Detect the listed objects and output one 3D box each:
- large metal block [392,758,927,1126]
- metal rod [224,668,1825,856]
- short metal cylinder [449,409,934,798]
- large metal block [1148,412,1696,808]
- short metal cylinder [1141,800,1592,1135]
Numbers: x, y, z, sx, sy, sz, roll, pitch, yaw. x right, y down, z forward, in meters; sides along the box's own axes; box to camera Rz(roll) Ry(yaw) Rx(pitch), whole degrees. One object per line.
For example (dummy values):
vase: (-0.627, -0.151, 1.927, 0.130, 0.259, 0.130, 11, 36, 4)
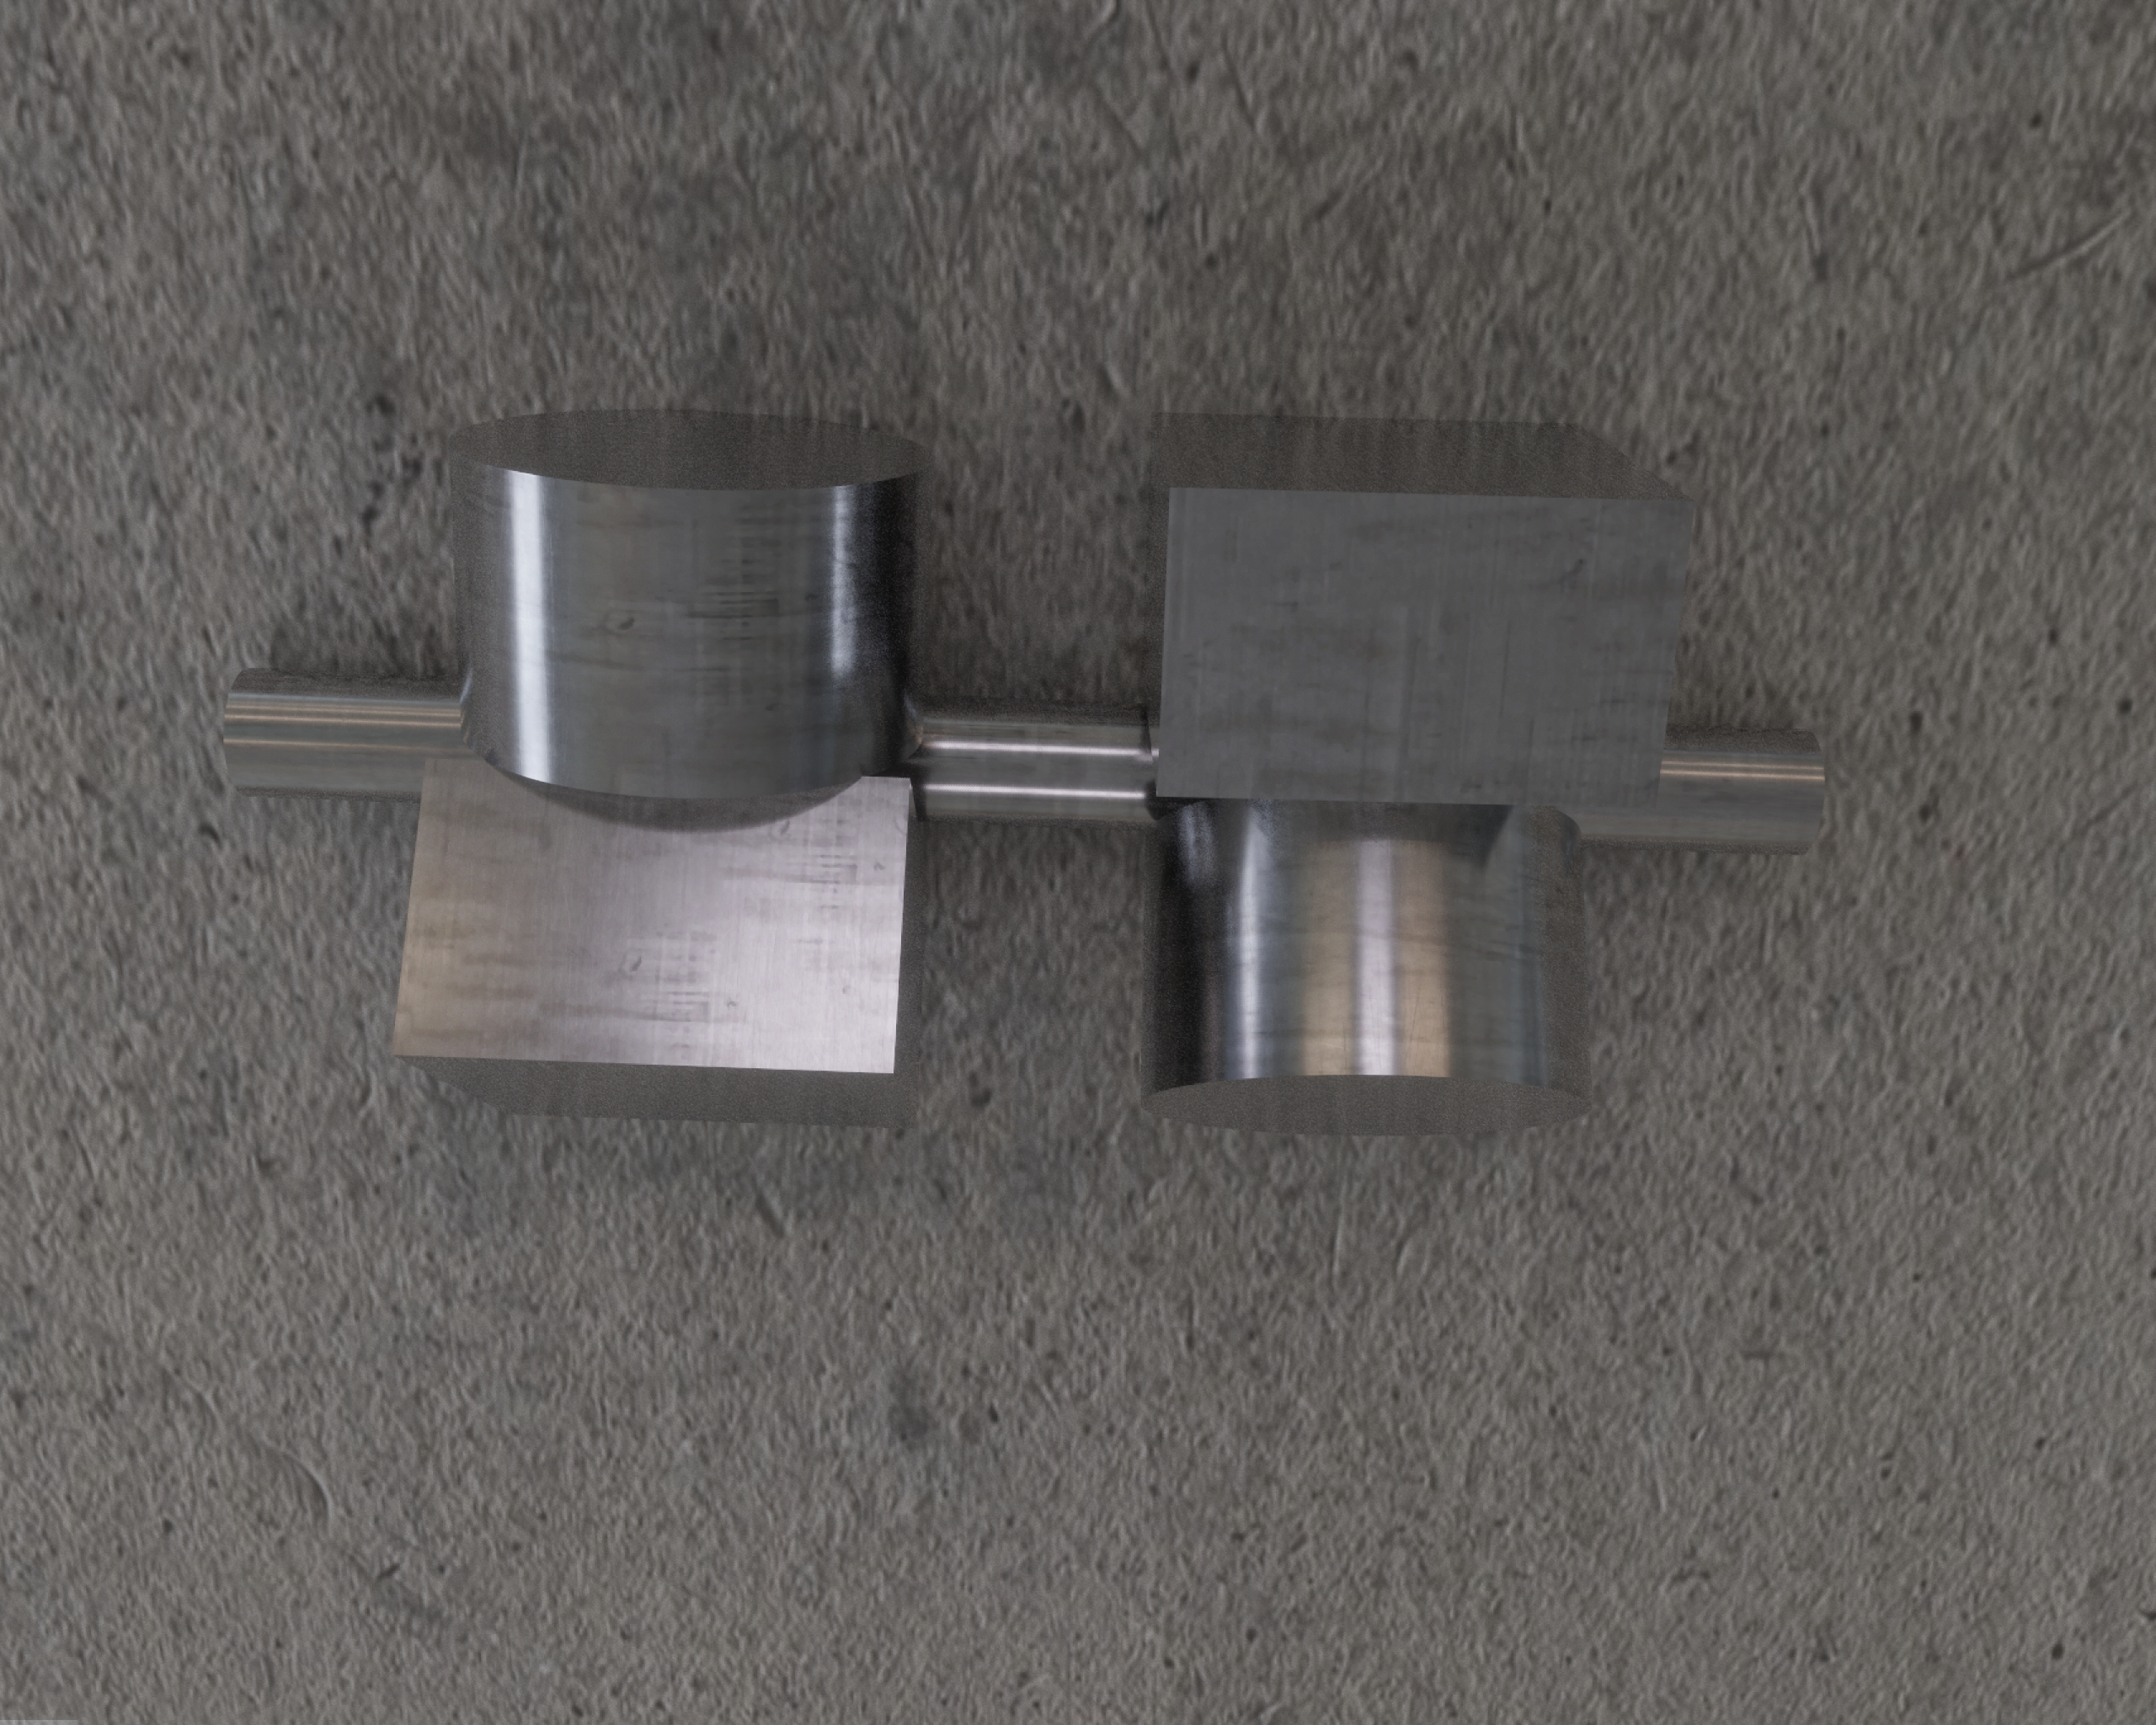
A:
large metal block: (-0.070, 0.018, 0.381, 0.081, 0.080, 0.050, 2, 76, -2)
metal rod: (-0.009, -0.019, 0.406, 0.302, 0.025, 0.025, 2, 110, -1)
short metal cylinder: (-0.066, -0.048, 0.363, 0.081, 0.080, 0.050, 3, 110, -2)
large metal block: (0.054, -0.047, 0.364, 0.081, 0.080, 0.050, 1, 110, -1)
short metal cylinder: (0.052, 0.020, 0.383, 0.081, 0.080, 0.050, 2, 75, -1)
